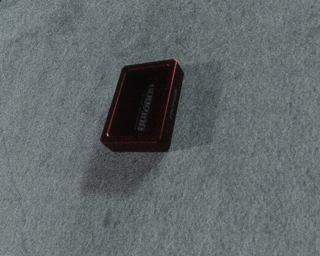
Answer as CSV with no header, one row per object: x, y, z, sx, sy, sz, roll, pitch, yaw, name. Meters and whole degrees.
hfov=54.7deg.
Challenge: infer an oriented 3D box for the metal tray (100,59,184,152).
-0.022,-0.031,0.430,0.090,0.030,0.130,-2,61,26,metal tray
